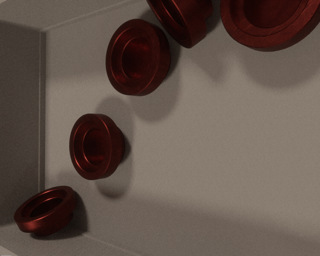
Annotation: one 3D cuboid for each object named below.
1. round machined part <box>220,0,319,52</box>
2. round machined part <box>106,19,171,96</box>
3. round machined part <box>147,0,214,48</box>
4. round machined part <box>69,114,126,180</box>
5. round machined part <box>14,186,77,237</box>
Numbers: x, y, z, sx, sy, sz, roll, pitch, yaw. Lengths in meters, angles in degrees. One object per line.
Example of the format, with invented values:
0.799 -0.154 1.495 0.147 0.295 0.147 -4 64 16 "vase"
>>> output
0.113 -0.123 0.302 0.098 0.042 0.097 0 90 39 "round machined part"
-0.025 -0.091 0.414 0.098 0.042 0.097 0 90 39 "round machined part"
0.023 -0.143 0.350 0.042 0.098 0.098 -38 63 -2 "round machined part"
-0.091 0.028 0.468 0.098 0.042 0.097 0 90 39 "round machined part"
-0.185 0.141 0.516 0.098 0.099 0.042 -1 115 39 "round machined part"
